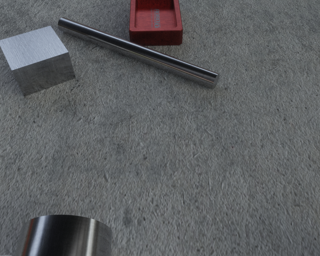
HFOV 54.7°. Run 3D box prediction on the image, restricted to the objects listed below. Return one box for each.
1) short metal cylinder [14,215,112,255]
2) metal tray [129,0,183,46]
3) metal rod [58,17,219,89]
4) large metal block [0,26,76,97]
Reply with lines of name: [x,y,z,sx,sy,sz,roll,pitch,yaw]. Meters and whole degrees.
short metal cylinder: [-0.084,0.116,0.269,0.081,0.080,0.050,-1,50,-1]
metal tray: [-0.009,-0.202,0.568,0.091,0.030,0.130,-1,50,-2]
metal rod: [-0.046,-0.128,0.510,0.301,0.025,0.025,24,54,19]
large metal block: [-0.187,-0.104,0.473,0.081,0.050,0.080,-25,54,-20]
